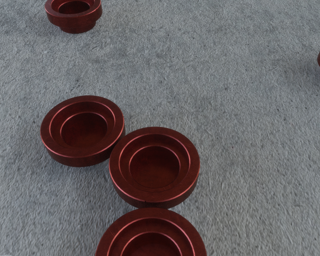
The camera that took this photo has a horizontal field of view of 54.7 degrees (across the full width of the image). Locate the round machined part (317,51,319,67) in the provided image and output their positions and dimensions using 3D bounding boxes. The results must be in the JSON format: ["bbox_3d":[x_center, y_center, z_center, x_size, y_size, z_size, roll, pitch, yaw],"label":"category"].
[{"bbox_3d":[0.292,-0.095,0.474,0.099,0.042,0.098,0,50,0],"label":"round machined part"}]

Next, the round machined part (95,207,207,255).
[{"bbox_3d":[-0.008,0.127,0.285,0.099,0.042,0.098,0,50,0],"label":"round machined part"}]

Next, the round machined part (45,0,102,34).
[{"bbox_3d":[-0.155,-0.209,0.567,0.099,0.042,0.098,0,50,0],"label":"round machined part"}]

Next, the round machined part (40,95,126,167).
[{"bbox_3d":[-0.092,0.008,0.385,0.099,0.042,0.098,0,50,0],"label":"round machined part"}]

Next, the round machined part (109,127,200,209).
[{"bbox_3d":[-0.006,0.049,0.351,0.099,0.042,0.098,0,50,0],"label":"round machined part"}]
